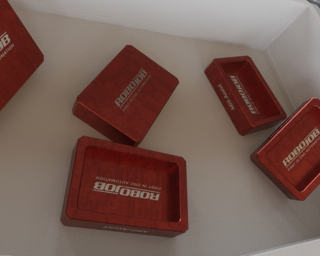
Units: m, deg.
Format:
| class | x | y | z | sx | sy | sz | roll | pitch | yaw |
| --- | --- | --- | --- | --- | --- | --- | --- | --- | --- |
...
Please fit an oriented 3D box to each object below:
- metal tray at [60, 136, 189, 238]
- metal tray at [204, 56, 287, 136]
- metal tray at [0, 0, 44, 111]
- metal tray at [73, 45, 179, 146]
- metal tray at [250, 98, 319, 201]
| class | x | y | z | sx | sy | sz | roll | pitch | yaw |
| --- | --- | --- | --- | --- | --- | --- | --- | --- | --- |
| metal tray | -0.034 | 0.066 | 0.343 | 0.131 | 0.030 | 0.090 | 14 | 56 | -21 |
| metal tray | 0.141 | -0.057 | 0.512 | 0.091 | 0.030 | 0.130 | -13 | 69 | -34 |
| metal tray | -0.182 | -0.066 | 0.308 | 0.030 | 0.090 | 0.130 | 1 | 48 | 24 |
| metal tray | -0.040 | -0.043 | 0.407 | 0.090 | 0.030 | 0.130 | 35 | 51 | -5 |
| metal tray | 0.211 | 0.030 | 0.455 | 0.130 | 0.030 | 0.090 | -43 | 84 | -8 |
